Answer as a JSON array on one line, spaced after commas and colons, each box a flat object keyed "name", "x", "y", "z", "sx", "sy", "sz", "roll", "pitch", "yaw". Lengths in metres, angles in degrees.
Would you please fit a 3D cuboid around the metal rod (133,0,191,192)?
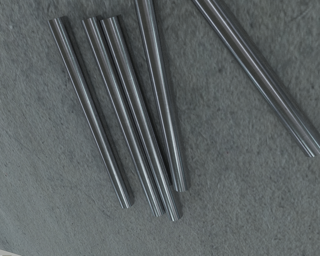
[{"name": "metal rod", "x": 0.003, "y": -0.048, "z": 0.373, "sx": 0.025, "sy": 0.025, "sz": 0.298, "roll": 2, "pitch": 120, "yaw": 27}]

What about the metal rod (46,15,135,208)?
[{"name": "metal rod", "x": -0.092, "y": -0.007, "z": 0.448, "sx": 0.025, "sy": 0.025, "sz": 0.298, "roll": -2, "pitch": 118, "yaw": 29}]

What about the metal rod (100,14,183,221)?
[{"name": "metal rod", "x": -0.017, "y": 0.003, "z": 0.416, "sx": 0.025, "sy": 0.025, "sz": 0.298, "roll": -3, "pitch": 117, "yaw": 29}]

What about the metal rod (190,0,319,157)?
[{"name": "metal rod", "x": 0.074, "y": -0.091, "z": 0.310, "sx": 0.025, "sy": 0.025, "sz": 0.300, "roll": -33, "pitch": 101, "yaw": 38}]

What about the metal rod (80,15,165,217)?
[{"name": "metal rod", "x": -0.042, "y": 0.000, "z": 0.426, "sx": 0.025, "sy": 0.025, "sz": 0.298, "roll": -3, "pitch": 117, "yaw": 29}]
